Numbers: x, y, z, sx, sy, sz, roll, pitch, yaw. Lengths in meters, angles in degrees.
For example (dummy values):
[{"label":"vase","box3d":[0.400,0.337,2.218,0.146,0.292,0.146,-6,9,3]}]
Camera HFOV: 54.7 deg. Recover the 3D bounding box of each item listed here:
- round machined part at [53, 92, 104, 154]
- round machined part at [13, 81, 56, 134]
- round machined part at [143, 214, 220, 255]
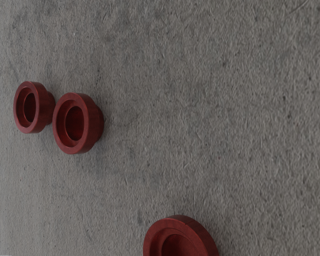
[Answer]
[{"label":"round machined part","box3d":[-0.128,-0.007,0.500,0.098,0.042,0.097,0,90,40]},{"label":"round machined part","box3d":[-0.235,-0.038,0.589,0.098,0.042,0.097,0,90,40]},{"label":"round machined part","box3d":[0.030,0.152,0.370,0.098,0.042,0.097,0,90,40]}]
